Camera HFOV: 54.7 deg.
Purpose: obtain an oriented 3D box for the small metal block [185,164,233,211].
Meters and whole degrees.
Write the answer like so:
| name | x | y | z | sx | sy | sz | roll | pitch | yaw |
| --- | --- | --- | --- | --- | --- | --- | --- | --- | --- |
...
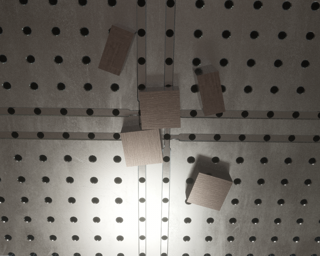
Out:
| name | x | y | z | sx | sy | sz | roll | pitch | yaw |
| --- | --- | --- | --- | --- | --- | --- | --- | --- | --- |
| small metal block | 0.070 | 0.086 | 0.446 | 0.050 | 0.025 | 0.050 | 17 | 109 | -7 |

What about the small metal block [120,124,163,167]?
| name | x | y | z | sx | sy | sz | roll | pitch | yaw |
| --- | --- | --- | --- | --- | --- | --- | --- | --- | --- |
| small metal block | -0.024 | 0.023 | 0.421 | 0.050 | 0.025 | 0.050 | -7 | 110 | 2 |

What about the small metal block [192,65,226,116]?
| name | x | y | z | sx | sy | sz | roll | pitch | yaw |
| --- | --- | --- | --- | --- | --- | --- | --- | --- | --- |
| small metal block | 0.060 | -0.048 | 0.383 | 0.025 | 0.050 | 0.050 | -13 | 110 | 4 |

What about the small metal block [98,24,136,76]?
| name | x | y | z | sx | sy | sz | roll | pitch | yaw |
| --- | --- | --- | --- | --- | --- | --- | --- | --- | --- |
| small metal block | -0.049 | -0.094 | 0.365 | 0.025 | 0.050 | 0.050 | 20 | 109 | -8 |

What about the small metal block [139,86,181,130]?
| name | x | y | z | sx | sy | sz | roll | pitch | yaw |
| --- | --- | --- | --- | --- | --- | --- | --- | --- | --- |
| small metal block | 0.000 | -0.027 | 0.404 | 0.050 | 0.025 | 0.050 | -3 | 110 | 0 |
